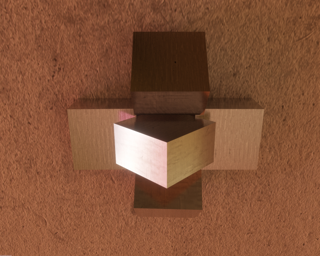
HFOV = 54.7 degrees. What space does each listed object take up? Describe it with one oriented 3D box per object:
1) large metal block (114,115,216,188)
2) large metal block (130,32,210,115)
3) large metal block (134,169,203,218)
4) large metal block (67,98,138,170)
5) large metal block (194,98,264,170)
[{"bbox_3d":[0.006,0.017,0.353,0.080,0.081,0.050,18,117,41],"label":"large metal block"},{"bbox_3d":[0.010,-0.062,0.353,0.081,0.080,0.050,0,154,0],"label":"large metal block"},{"bbox_3d":[0.010,0.087,0.407,0.081,0.080,0.050,1,67,0],"label":"large metal block"},{"bbox_3d":[-0.068,0.006,0.399,0.081,0.050,0.079,-1,110,-1],"label":"large metal block"},{"bbox_3d":[0.081,0.006,0.398,0.081,0.050,0.079,0,110,-1],"label":"large metal block"}]
